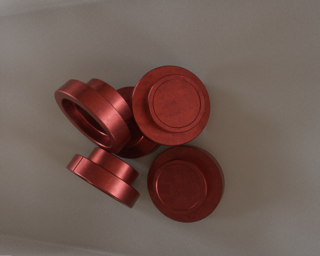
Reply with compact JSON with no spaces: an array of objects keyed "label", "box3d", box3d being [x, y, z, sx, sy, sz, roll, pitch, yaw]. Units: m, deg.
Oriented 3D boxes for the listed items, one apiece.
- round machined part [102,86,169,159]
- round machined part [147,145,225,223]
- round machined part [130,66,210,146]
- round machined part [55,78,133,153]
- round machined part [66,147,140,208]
[{"label":"round machined part","box3d":[-0.041,-0.007,0.415,0.098,0.042,0.097,0,90,19]},{"label":"round machined part","box3d":[0.029,0.071,0.391,0.098,0.042,0.097,0,90,19]},{"label":"round machined part","box3d":[0.015,-0.027,0.371,0.099,0.042,0.097,1,87,-14]},{"label":"round machined part","box3d":[-0.071,-0.019,0.361,0.098,0.098,0.042,34,65,16]},{"label":"round machined part","box3d":[-0.067,0.060,0.400,0.098,0.098,0.042,27,72,17]}]
